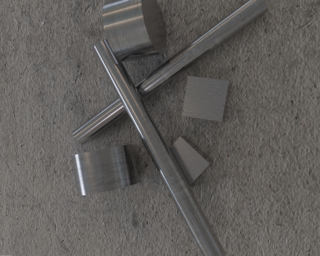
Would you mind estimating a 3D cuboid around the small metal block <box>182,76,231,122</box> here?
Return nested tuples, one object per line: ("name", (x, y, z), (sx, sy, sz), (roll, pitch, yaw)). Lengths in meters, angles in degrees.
("small metal block", (0.059, -0.036, 0.388), (0.050, 0.025, 0.050), (10, 93, 19))

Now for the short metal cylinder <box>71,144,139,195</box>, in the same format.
("short metal cylinder", (-0.071, 0.053, 0.405), (0.080, 0.080, 0.050), (-13, 86, 19))

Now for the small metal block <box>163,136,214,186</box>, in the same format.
("small metal block", (0.031, 0.045, 0.398), (0.050, 0.025, 0.050), (43, 103, 14))

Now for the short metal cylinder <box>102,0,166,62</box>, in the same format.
("short metal cylinder", (-0.029, -0.128, 0.390), (0.050, 0.080, 0.080), (-9, 87, 20))

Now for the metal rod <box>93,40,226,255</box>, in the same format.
("metal rod", (-0.005, 0.021, 0.383), (0.025, 0.025, 0.299), (-31, 80, 17))

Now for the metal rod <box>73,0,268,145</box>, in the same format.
("metal rod", (0.002, -0.067, 0.408), (0.300, 0.025, 0.025), (-34, 79, 16))
